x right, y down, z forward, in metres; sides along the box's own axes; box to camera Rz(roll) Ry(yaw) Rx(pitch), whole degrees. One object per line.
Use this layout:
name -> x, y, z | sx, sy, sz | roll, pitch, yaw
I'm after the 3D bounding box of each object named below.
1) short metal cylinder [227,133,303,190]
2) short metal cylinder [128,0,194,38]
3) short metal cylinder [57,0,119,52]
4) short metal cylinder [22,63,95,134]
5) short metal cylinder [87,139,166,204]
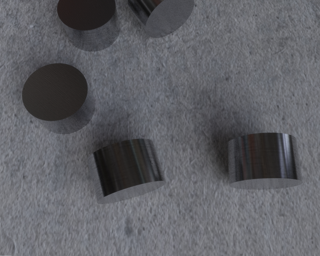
short metal cylinder -> 0.121, 0.042, 0.365 | 0.081, 0.080, 0.050 | 1, 70, 0
short metal cylinder -> 0.002, -0.177, 0.444 | 0.080, 0.080, 0.050 | -30, 73, -10
short metal cylinder -> -0.102, -0.160, 0.452 | 0.081, 0.050, 0.080 | 0, 70, 0
short metal cylinder -> -0.130, -0.037, 0.407 | 0.081, 0.050, 0.080 | 0, 70, 0
short metal cylinder -> -0.039, 0.051, 0.360 | 0.081, 0.080, 0.050 | -16, 71, -6
